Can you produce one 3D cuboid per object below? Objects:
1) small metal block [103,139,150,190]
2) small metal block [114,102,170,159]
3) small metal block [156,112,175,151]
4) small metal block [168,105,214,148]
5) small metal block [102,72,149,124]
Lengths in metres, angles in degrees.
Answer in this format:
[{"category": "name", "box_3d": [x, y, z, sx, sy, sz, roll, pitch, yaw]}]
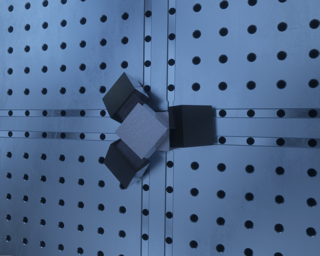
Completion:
[{"category": "small metal block", "box_3d": [-0.046, 0.047, 0.416, 0.050, 0.025, 0.050, 47, 142, 14]}, {"category": "small metal block", "box_3d": [-0.020, 0.003, 0.393, 0.050, 0.025, 0.050, 43, 103, 14]}, {"category": "small metal block", "box_3d": [-0.007, 0.003, 0.416, 0.050, 0.025, 0.050, 2, 93, 20]}, {"category": "small metal block", "box_3d": [0.039, -0.002, 0.383, 0.025, 0.050, 0.050, -4, 88, 53]}, {"category": "small metal block", "box_3d": [-0.047, -0.040, 0.417, 0.050, 0.025, 0.050, -48, 40, 13]}]
